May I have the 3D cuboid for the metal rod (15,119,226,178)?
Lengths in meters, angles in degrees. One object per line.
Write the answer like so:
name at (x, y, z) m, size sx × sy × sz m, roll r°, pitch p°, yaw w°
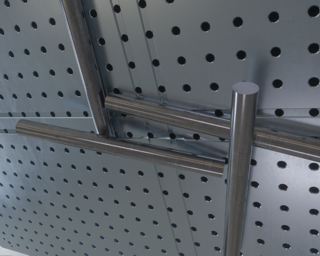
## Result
metal rod at (-0.062, 0.026, 0.432) m, size 0.301 × 0.025 × 0.025 m, roll 11°, pitch 123°, yaw 12°

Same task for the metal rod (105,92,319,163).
metal rod at (0.068, -0.002, 0.374) m, size 0.301 × 0.025 × 0.025 m, roll 14°, pitch 124°, yaw 20°

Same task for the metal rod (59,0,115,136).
metal rod at (-0.099, -0.102, 0.401) m, size 0.025 × 0.025 × 0.298 m, roll 5°, pitch 121°, yaw 26°

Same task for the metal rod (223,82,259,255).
metal rod at (0.096, 0.080, 0.388) m, size 0.025 × 0.025 × 0.298 m, roll 11°, pitch 130°, yaw 22°
